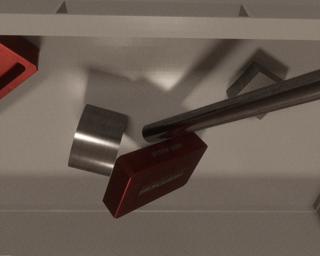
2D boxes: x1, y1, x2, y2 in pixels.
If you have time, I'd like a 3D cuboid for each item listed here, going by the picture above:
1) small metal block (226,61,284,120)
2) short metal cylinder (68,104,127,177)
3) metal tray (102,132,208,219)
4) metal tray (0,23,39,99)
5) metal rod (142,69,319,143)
[{"bbox_3d":[0.118,-0.044,0.374,0.050,0.025,0.050,26,125,-21],"label":"small metal block"},{"bbox_3d":[-0.076,0.015,0.383,0.050,0.080,0.079,16,128,-9],"label":"short metal cylinder"},{"bbox_3d":[-0.005,0.059,0.407,0.131,0.030,0.089,-17,143,-39],"label":"metal tray"},{"bbox_3d":[-0.208,-0.064,0.331,0.130,0.030,0.090,-29,141,22],"label":"metal tray"},{"bbox_3d":[0.086,-0.022,0.312,0.025,0.025,0.299,39,144,-29],"label":"metal rod"}]
